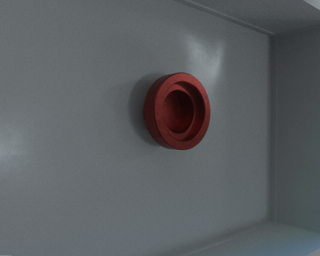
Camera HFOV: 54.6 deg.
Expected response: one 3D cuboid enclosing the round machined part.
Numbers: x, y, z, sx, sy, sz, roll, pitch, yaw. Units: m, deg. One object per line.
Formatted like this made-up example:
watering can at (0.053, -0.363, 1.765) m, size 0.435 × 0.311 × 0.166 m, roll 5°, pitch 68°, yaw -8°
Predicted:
round machined part at (0.018, -0.021, 0.405) m, size 0.099 × 0.042 × 0.097 m, roll 0°, pitch 90°, yaw -40°
